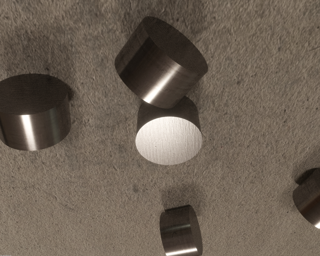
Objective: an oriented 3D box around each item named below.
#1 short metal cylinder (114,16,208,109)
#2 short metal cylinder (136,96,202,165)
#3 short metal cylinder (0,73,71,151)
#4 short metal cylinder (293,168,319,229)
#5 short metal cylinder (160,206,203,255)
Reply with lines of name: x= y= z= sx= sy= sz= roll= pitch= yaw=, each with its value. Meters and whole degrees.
short metal cylinder: x=0.002 y=-0.066 z=0.315 sx=0.080 sy=0.080 sz=0.050 roll=29 pitch=124 yaw=-23
short metal cylinder: x=0.011 y=0.001 z=0.392 sx=0.081 sy=0.050 sz=0.079 roll=0 pitch=130 yaw=0
short metal cylinder: x=-0.145 y=-0.020 z=0.352 sx=0.081 sy=0.080 sz=0.050 roll=4 pitch=130 yaw=-4
short metal cylinder: x=0.251 y=0.107 z=0.466 sx=0.081 sy=0.080 sz=0.050 roll=16 pitch=128 yaw=-14
short metal cylinder: x=0.037 y=0.177 z=0.523 sx=0.050 sy=0.080 sz=0.080 roll=-16 pitch=129 yaw=12
